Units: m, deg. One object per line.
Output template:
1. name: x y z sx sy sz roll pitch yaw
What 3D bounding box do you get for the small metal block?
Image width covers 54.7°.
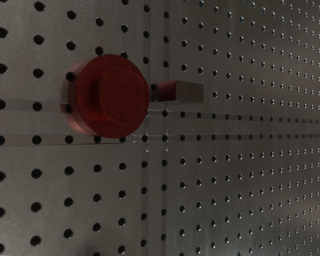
1. small metal block: 0.023 -0.046 0.414 0.050 0.050 0.025 1 89 -40

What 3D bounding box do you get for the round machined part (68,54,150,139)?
1. round machined part: -0.051 -0.036 0.357 0.099 0.042 0.097 0 90 -40
